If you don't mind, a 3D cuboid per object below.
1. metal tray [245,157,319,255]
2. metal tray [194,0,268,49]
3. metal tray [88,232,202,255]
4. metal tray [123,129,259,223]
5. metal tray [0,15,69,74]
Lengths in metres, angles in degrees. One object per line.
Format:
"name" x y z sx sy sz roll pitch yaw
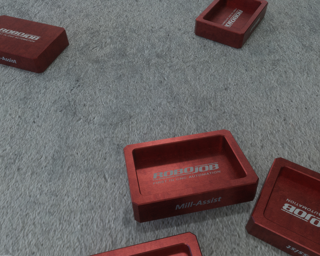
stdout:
"metal tray" 0.168 0.095 0.320 0.130 0.030 0.090 24 54 18
"metal tray" 0.133 -0.204 0.571 0.090 0.030 0.130 25 54 19
"metal tray" -0.020 0.153 0.271 0.131 0.030 0.090 -10 51 -9
"metal tray" 0.030 0.049 0.346 0.131 0.030 0.090 -9 38 -8
"metal tray" -0.234 -0.143 0.518 0.130 0.030 0.090 15 52 12
